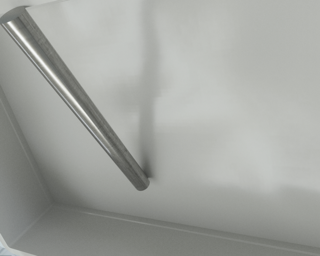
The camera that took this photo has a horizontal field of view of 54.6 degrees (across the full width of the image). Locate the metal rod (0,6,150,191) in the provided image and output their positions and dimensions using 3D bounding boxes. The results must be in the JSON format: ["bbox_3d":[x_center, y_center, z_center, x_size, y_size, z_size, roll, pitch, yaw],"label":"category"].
[{"bbox_3d":[-0.077,-0.005,0.372,0.025,0.025,0.299,3,144,27],"label":"metal rod"}]
